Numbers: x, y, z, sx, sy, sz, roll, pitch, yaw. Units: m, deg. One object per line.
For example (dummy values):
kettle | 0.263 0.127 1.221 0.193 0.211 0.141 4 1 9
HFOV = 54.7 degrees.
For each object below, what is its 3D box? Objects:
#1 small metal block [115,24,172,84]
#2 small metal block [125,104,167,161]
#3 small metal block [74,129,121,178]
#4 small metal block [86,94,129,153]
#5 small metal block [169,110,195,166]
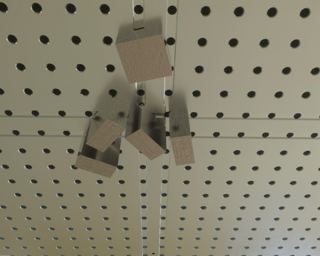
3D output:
small metal block | -0.016 -0.081 0.343 0.050 0.025 0.050 -10 130 8
small metal block | -0.017 0.005 0.400 0.025 0.050 0.050 -31 124 23
small metal block | -0.084 0.035 0.424 0.050 0.050 0.025 22 127 -18
small metal block | -0.065 -0.006 0.389 0.025 0.050 0.050 31 123 -24
small metal block | 0.029 0.013 0.407 0.025 0.050 0.050 -8 130 6
